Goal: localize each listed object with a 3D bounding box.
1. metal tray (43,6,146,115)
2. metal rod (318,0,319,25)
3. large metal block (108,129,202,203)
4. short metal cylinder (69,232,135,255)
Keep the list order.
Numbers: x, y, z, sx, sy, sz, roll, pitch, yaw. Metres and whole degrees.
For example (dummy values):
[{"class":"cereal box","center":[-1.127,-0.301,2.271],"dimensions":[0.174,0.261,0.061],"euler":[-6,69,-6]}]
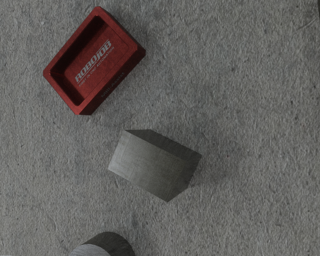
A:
[{"class":"metal tray","center":[-0.095,-0.092,0.439],"dimensions":[0.130,0.030,0.090],"euler":[-45,76,14]},{"class":"metal rod","center":[0.190,-0.124,0.341],"dimensions":[0.025,0.025,0.298],"euler":[-5,88,20]},{"class":"large metal block","center":[-0.003,0.041,0.381],"dimensions":[0.080,0.080,0.050],"euler":[26,99,18]},{"class":"short metal cylinder","center":[-0.080,0.190,0.424],"dimensions":[0.080,0.050,0.080],"euler":[0,90,20]}]
